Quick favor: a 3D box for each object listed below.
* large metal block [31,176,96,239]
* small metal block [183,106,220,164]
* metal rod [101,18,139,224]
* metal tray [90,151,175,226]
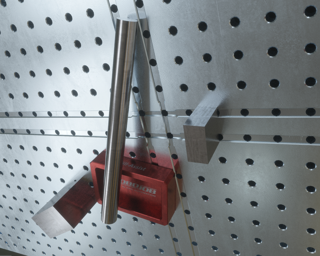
[{"bbox_3d":[-0.163,0.139,0.545,0.080,0.080,0.050,-32,101,38],"label":"large metal block"},{"bbox_3d":[0.051,0.007,0.372,0.025,0.050,0.050,5,121,25],"label":"small metal block"},{"bbox_3d":[-0.058,0.009,0.418,0.025,0.025,0.298,18,117,17],"label":"metal rod"},{"bbox_3d":[-0.042,0.094,0.486,0.130,0.030,0.089,12,124,21],"label":"metal tray"}]
